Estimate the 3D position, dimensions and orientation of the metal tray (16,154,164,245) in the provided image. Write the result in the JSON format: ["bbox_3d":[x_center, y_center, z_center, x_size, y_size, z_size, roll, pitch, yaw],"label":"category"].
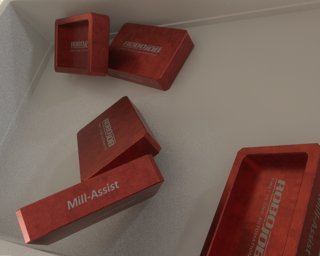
[{"bbox_3d":[-0.065,0.076,0.318,0.131,0.090,0.030,-22,73,-15],"label":"metal tray"}]

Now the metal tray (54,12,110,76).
[{"bbox_3d":[-0.130,-0.132,0.502,0.130,0.030,0.089,15,104,47],"label":"metal tray"}]

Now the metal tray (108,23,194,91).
[{"bbox_3d":[-0.024,-0.115,0.482,0.130,0.030,0.090,20,74,35],"label":"metal tray"}]

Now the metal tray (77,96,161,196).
[{"bbox_3d":[-0.058,0.016,0.391,0.090,0.030,0.130,-38,29,2],"label":"metal tray"}]

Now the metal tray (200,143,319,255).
[{"bbox_3d":[0.093,0.078,0.274,0.090,0.030,0.130,-10,48,55],"label":"metal tray"}]
